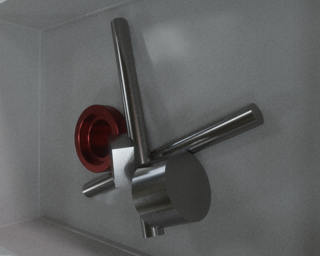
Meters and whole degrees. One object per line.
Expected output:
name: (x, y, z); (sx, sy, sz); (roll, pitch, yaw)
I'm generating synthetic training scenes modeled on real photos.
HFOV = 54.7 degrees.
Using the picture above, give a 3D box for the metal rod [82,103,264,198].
metal rod: (-0.006, 0.042, 0.408); (0.299, 0.025, 0.025); (-28, 73, 36)

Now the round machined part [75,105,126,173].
round machined part: (-0.079, 0.015, 0.457); (0.098, 0.042, 0.097); (0, 90, 39)

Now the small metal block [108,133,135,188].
small metal block: (-0.048, 0.039, 0.389); (0.050, 0.025, 0.050); (-130, 36, -66)

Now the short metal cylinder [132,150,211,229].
short metal cylinder: (0.014, 0.071, 0.356); (0.050, 0.081, 0.080); (-25, 75, 37)

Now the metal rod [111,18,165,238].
metal rod: (-0.033, -0.013, 0.407); (0.025, 0.025, 0.299); (-24, 68, 37)
